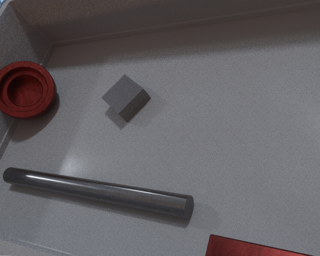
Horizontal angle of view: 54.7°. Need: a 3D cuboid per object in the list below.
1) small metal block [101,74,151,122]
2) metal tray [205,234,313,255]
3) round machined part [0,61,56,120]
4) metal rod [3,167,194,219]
[{"bbox_3d":[-0.050,-0.044,0.458,0.050,0.025,0.050,-46,51,-4],"label":"small metal block"},{"bbox_3d":[0.105,0.108,0.211,0.130,0.090,0.030,-12,55,53],"label":"metal tray"},{"bbox_3d":[-0.227,-0.060,0.528,0.099,0.042,0.097,1,80,-8],"label":"round machined part"},{"bbox_3d":[-0.100,0.079,0.407,0.300,0.025,0.025,3,63,29],"label":"metal rod"}]
